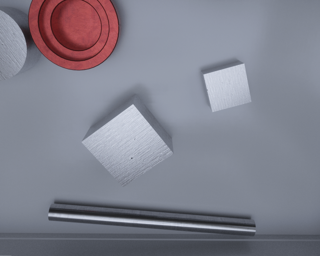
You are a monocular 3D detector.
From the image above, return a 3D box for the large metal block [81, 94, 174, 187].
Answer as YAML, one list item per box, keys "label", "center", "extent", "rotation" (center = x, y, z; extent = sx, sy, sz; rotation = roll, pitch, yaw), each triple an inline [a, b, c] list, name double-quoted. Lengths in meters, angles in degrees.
- label: "large metal block"
  center: [-0.040, 0.016, 0.403]
  extent: [0.080, 0.050, 0.080]
  rotation: [-35, 107, 11]

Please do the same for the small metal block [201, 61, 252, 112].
- label: "small metal block"
  center: [0.084, -0.053, 0.393]
  extent: [0.050, 0.025, 0.050]
  rotation: [-15, 110, 5]

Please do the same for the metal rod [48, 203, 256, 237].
- label: "metal rod"
  center: [-0.010, 0.137, 0.461]
  extent: [0.302, 0.025, 0.025]
  rotation: [5, 110, -3]

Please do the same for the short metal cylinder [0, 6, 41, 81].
- label: "short metal cylinder"
  center: [-0.185, -0.099, 0.359]
  extent: [0.081, 0.050, 0.079]
  rotation: [0, 110, -1]

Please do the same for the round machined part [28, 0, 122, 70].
- label: "round machined part"
  center: [-0.094, -0.119, 0.356]
  extent: [0.099, 0.042, 0.097]
  rotation: [0, 112, 0]
